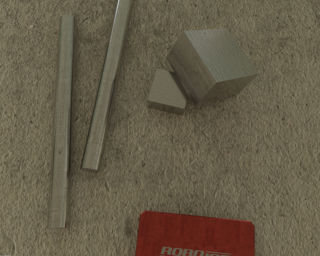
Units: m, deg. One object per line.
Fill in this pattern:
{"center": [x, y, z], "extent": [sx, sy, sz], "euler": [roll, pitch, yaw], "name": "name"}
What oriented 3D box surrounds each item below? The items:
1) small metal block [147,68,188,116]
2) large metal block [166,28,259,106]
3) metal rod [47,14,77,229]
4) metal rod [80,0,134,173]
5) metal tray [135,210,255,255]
{"center": [0.014, -0.049, 0.426], "extent": [0.050, 0.025, 0.050], "euler": [14, 70, 4], "name": "small metal block"}
{"center": [0.068, -0.083, 0.409], "extent": [0.081, 0.050, 0.080], "euler": [-16, 69, -35], "name": "large metal block"}
{"center": [-0.128, -0.022, 0.414], "extent": [0.025, 0.025, 0.299], "euler": [-3, 70, -2], "name": "metal rod"}
{"center": [-0.068, -0.086, 0.438], "extent": [0.025, 0.025, 0.299], "euler": [7, 70, 2], "name": "metal rod"}
{"center": [0.038, 0.147, 0.352], "extent": [0.131, 0.030, 0.090], "euler": [6, 70, 1], "name": "metal tray"}
